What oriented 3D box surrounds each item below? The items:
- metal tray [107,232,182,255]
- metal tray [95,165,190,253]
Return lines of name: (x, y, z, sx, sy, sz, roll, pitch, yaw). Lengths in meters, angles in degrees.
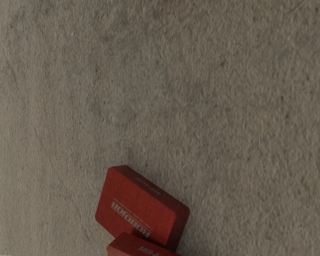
metal tray: (-0.002, 0.190, 0.376, 0.130, 0.030, 0.089, 10, 113, 32)
metal tray: (-0.030, 0.119, 0.424, 0.130, 0.030, 0.089, 28, 107, 36)
